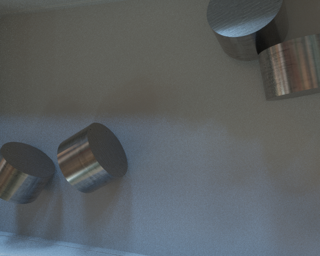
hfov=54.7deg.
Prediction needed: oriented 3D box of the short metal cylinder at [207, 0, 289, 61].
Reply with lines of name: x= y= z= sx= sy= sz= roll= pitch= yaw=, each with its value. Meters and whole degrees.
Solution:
short metal cylinder: x=0.099 y=-0.123 z=0.349 sx=0.080 sy=0.050 sz=0.080 roll=-10 pitch=67 yaw=25

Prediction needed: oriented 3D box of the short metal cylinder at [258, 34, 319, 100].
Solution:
short metal cylinder: x=0.150 y=-0.061 z=0.328 sx=0.080 sy=0.080 sz=0.050 roll=-10 pitch=87 yaw=20

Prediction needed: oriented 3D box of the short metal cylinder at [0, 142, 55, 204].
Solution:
short metal cylinder: x=-0.203 y=0.064 z=0.453 sx=0.080 sy=0.080 sz=0.050 roll=39 pitch=103 yaw=16

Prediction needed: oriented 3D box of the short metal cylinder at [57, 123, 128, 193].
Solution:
short metal cylinder: x=-0.088 y=0.040 z=0.412 sx=0.050 sy=0.080 sz=0.080 roll=-30 pitch=80 yaw=18
